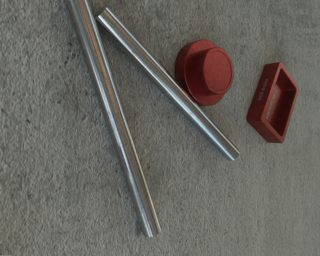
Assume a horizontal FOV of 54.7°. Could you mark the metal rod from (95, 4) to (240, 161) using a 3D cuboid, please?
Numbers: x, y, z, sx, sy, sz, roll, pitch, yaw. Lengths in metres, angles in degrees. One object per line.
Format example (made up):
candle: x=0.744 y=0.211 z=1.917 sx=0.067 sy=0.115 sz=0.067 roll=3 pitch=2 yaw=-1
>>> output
metal rod: x=0.025 y=-0.043 z=0.427 sx=0.300 sy=0.025 sz=0.025 roll=43 pitch=64 yaw=-32

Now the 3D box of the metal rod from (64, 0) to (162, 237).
metal rod: x=-0.051 y=-0.007 z=0.363 sx=0.025 sy=0.025 sz=0.298 roll=-27 pitch=107 yaw=-37

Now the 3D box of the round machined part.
round machined part: x=0.071 y=-0.081 z=0.456 sx=0.099 sy=0.042 sz=0.097 roll=0 pitch=90 yaw=-40

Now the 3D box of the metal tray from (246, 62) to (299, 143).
metal tray: x=0.216 y=-0.047 z=0.586 sx=0.090 sy=0.030 sz=0.130 roll=38 pitch=67 yaw=-34
